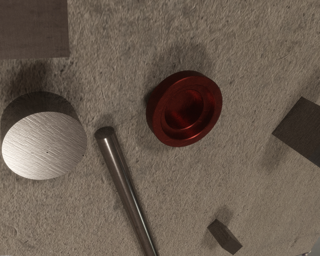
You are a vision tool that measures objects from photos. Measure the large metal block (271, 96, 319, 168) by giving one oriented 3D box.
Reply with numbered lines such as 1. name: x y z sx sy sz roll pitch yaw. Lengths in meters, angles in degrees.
1. large metal block: 0.251 0.006 0.516 0.050 0.080 0.080 27 103 -38

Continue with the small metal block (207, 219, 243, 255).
1. small metal block: 0.124 0.207 0.589 0.025 0.050 0.050 -44 130 2

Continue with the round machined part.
1. round machined part: 0.027 -0.028 0.395 0.099 0.042 0.097 -14 125 -21

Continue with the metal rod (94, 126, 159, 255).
1. metal rod: -0.038 0.122 0.462 0.025 0.025 0.298 -24 128 -14

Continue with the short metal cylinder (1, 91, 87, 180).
1. short metal cylinder: -0.123 0.008 0.329 0.081 0.050 0.079 -14 125 -21

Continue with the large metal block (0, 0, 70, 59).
1. large metal block: -0.123 -0.092 0.248 0.081 0.080 0.050 -8 122 -25
